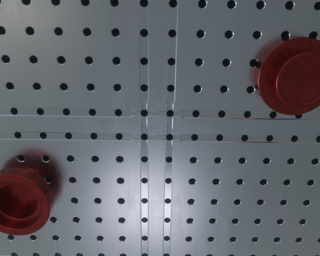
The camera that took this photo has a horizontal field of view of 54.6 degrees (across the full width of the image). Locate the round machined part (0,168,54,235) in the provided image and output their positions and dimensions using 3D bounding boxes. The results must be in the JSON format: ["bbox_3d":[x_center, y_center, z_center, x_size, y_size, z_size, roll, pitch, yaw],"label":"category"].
[{"bbox_3d":[-0.199,0.099,0.439,0.099,0.042,0.097,0,110,0],"label":"round machined part"}]

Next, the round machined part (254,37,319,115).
[{"bbox_3d":[0.171,-0.062,0.383,0.099,0.042,0.097,0,110,0],"label":"round machined part"}]
